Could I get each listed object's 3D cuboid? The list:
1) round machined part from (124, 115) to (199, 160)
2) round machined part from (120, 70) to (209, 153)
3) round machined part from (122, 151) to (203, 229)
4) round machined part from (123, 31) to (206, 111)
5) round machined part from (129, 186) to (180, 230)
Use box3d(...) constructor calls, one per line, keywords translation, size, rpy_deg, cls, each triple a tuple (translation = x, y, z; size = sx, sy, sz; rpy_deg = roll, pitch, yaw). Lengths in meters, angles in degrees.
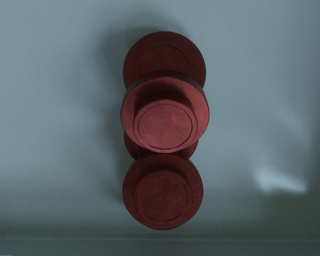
box3d(translation=(0.002, 0.012, 0.405), size=(0.099, 0.042, 0.097), rpy_deg=(0, 109, 0), cls="round machined part")
box3d(translation=(0.005, -0.011, 0.342), size=(0.099, 0.042, 0.097), rpy_deg=(0, 123, 0), cls="round machined part")
box3d(translation=(0.004, 0.078, 0.375), size=(0.099, 0.042, 0.097), rpy_deg=(0, 99, -1), cls="round machined part")
box3d(translation=(0.005, -0.065, 0.365), size=(0.099, 0.042, 0.097), rpy_deg=(0, 94, -1), cls="round machined part")
box3d(translation=(0.004, 0.102, 0.424), size=(0.099, 0.042, 0.097), rpy_deg=(0, 125, 0), cls="round machined part")
